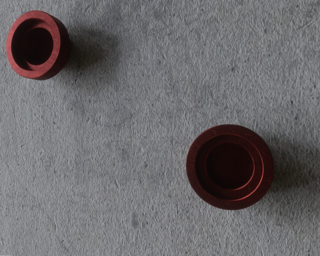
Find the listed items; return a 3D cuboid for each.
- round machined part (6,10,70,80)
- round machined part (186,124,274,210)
[{"bbox_3d":[-0.175,-0.120,0.462,0.098,0.042,0.097,0,90,20],"label":"round machined part"},{"bbox_3d":[0.084,0.044,0.370,0.098,0.042,0.097,0,90,20],"label":"round machined part"}]
